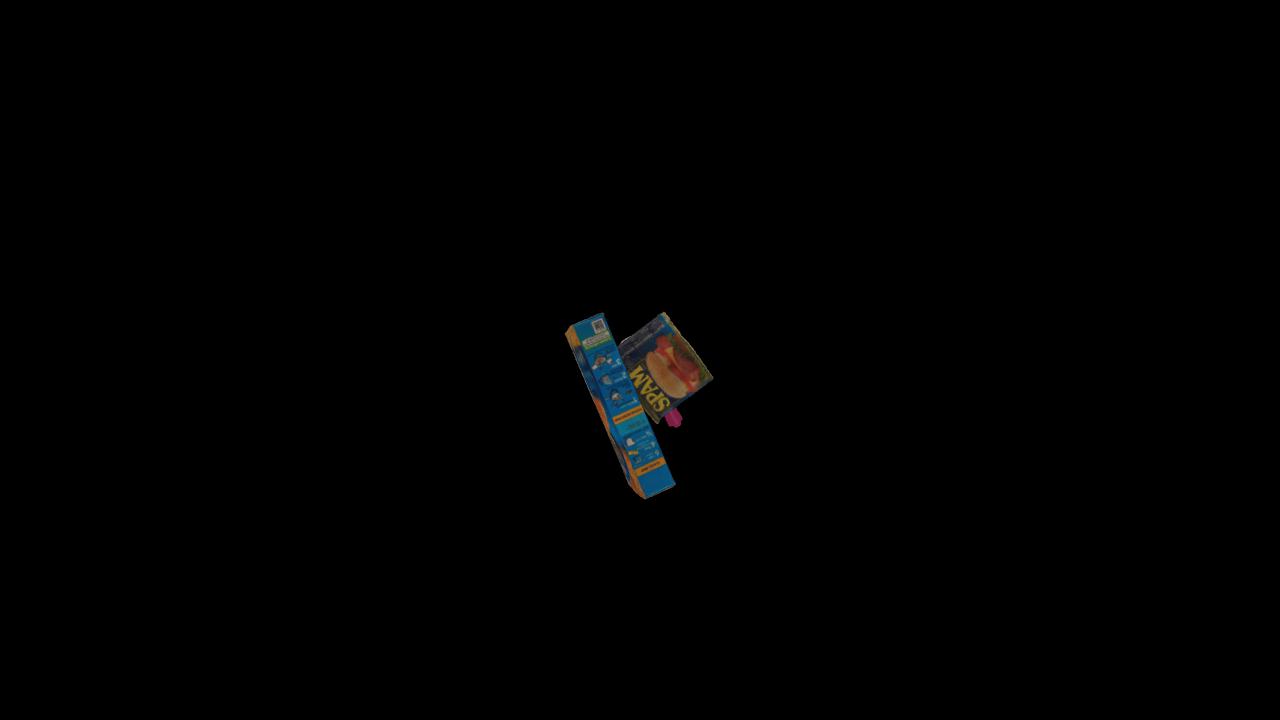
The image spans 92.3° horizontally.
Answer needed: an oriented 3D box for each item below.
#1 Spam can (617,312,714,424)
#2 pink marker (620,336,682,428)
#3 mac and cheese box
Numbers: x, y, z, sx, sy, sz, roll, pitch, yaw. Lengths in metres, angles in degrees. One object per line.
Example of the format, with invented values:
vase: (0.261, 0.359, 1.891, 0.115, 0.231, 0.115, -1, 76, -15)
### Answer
Spam can: (0.022, 0.009, 0.696, 0.085, 0.101, 0.058, -37, 33, 2)
pink marker: (0.015, 0.027, 0.705, 0.020, 0.121, 0.020, -28, 16, 9)
mac and cheese box: (-0.024, 0.046, 0.637, 0.041, 0.184, 0.093, -23, 2, -12)
